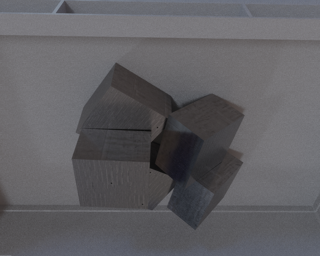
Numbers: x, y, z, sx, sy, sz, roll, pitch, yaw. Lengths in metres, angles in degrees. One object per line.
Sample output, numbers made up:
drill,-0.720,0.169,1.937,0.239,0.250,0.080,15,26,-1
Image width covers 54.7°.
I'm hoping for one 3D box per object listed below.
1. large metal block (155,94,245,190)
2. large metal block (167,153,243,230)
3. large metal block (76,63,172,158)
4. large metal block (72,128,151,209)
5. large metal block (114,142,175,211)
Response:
large metal block,0.047,0.015,0.376,0.081,0.050,0.079,-27,145,-40
large metal block,0.062,0.080,0.431,0.050,0.081,0.079,35,133,22
large metal block,-0.042,-0.017,0.376,0.080,0.050,0.080,29,124,-23
large metal block,-0.052,0.049,0.364,0.081,0.050,0.079,3,129,-1
large metal block,-0.026,0.065,0.442,0.080,0.050,0.080,24,126,-19
